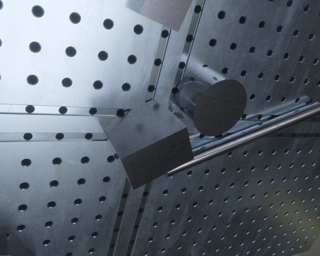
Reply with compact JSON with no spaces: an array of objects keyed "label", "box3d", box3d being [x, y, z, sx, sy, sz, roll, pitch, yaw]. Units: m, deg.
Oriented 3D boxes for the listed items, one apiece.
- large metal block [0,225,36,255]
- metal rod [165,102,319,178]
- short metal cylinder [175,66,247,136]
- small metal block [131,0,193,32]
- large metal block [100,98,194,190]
[{"label":"large metal block","box3d":[-0.212,0.184,0.393,0.080,0.050,0.080,-27,128,-12]},{"label":"metal rod","box3d":[0.142,0.013,0.499,0.302,0.025,0.025,-19,126,-18]},{"label":"short metal cylinder","box3d":[0.067,-0.036,0.411,0.081,0.050,0.079,-14,125,-21]},{"label":"small metal block","box3d":[0.005,-0.138,0.330,0.050,0.025,0.050,13,111,-34]},{"label":"large metal block","box3d":[-0.017,0.016,0.377,0.080,0.080,0.050,-26,128,-13]}]
